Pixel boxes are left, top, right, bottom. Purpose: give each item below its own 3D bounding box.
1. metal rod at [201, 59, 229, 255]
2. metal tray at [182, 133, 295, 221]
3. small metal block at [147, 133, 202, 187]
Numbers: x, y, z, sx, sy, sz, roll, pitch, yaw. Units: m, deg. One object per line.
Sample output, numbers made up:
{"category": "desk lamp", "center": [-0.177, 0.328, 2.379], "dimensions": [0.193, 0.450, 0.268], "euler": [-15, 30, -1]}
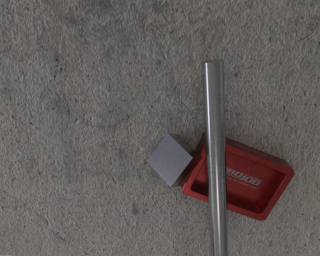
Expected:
{"category": "metal rod", "center": [0.074, 0.064, 0.401], "dimensions": [0.025, 0.025, 0.298], "euler": [-5, 110, 2]}
{"category": "metal tray", "center": [0.106, 0.069, 0.433], "dimensions": [0.131, 0.030, 0.089], "euler": [21, 109, -8]}
{"category": "small metal block", "center": [0.019, 0.042, 0.411], "dimensions": [0.050, 0.025, 0.050], "euler": [44, 109, 30]}
